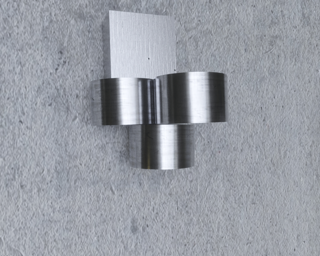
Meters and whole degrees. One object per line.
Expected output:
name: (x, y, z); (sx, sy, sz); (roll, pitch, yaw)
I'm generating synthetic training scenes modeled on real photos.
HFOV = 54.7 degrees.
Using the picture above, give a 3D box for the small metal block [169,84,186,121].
small metal block: (0.014, -0.030, 0.405); (0.025, 0.050, 0.050); (1, 90, -20)

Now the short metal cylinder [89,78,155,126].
short metal cylinder: (-0.041, -0.029, 0.366); (0.081, 0.080, 0.050); (-2, 91, -20)

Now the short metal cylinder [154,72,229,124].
short metal cylinder: (0.034, -0.030, 0.341); (0.081, 0.080, 0.050); (-2, 91, -20)

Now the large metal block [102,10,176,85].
large metal block: (-0.027, -0.095, 0.388); (0.081, 0.050, 0.080); (-2, 91, -20)

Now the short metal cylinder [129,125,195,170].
short metal cylinder: (0.002, 0.021, 0.383); (0.081, 0.080, 0.050); (0, 90, -20)
